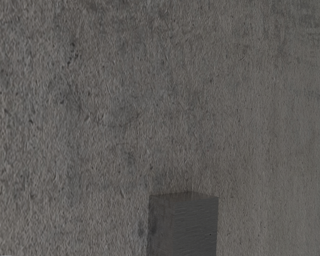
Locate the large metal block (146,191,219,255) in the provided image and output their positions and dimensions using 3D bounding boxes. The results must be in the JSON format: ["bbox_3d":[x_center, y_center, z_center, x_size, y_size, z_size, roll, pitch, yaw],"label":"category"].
[{"bbox_3d":[0.031,0.131,0.414,0.081,0.050,0.080,5,87,-40],"label":"large metal block"}]
